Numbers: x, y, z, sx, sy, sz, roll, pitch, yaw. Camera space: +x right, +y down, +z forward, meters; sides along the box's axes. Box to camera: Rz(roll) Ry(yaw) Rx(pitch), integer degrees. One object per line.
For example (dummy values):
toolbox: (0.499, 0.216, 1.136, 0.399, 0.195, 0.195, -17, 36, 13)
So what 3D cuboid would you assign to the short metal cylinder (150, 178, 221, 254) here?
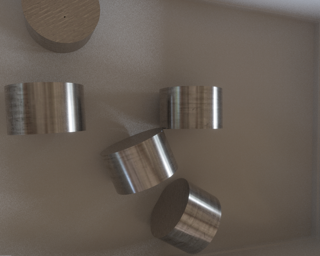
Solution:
short metal cylinder: (0.032, 0.111, 0.394, 0.050, 0.080, 0.080, 33, 79, -18)

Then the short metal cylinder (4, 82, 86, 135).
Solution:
short metal cylinder: (-0.123, -0.020, 0.336, 0.081, 0.080, 0.050, -4, 92, -20)

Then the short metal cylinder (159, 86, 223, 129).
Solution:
short metal cylinder: (0.040, -0.024, 0.397, 0.081, 0.080, 0.050, -1, 91, -20)

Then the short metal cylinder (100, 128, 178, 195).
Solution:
short metal cylinder: (-0.025, 0.038, 0.373, 0.081, 0.080, 0.050, -25, 99, -19)

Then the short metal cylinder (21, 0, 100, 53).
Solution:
short metal cylinder: (-0.113, -0.131, 0.356, 0.081, 0.050, 0.079, 0, 90, -20)
